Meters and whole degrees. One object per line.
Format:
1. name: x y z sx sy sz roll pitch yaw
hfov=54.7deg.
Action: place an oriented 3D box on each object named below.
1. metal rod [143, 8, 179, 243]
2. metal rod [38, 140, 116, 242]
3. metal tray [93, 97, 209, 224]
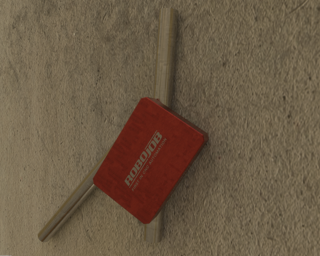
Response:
1. metal rod: 0.001 -0.001 0.404 0.025 0.025 0.298 7 94 40
2. metal rod: -0.130 0.108 0.512 0.299 0.025 0.025 -47 62 29
3. metal tray: -0.013 0.039 0.380 0.090 0.030 0.129 35 102 14
